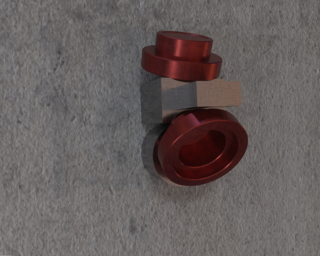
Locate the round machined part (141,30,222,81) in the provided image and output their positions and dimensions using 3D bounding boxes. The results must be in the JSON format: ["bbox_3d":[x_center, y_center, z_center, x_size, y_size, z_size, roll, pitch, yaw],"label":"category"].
[{"bbox_3d":[0.027,-0.092,0.378,0.099,0.098,0.042,-2,116,-20],"label":"round machined part"}]

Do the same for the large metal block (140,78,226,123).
[{"bbox_3d":[0.026,-0.032,0.391,0.081,0.080,0.050,-2,91,-20],"label":"large metal block"}]

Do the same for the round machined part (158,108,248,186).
[{"bbox_3d":[0.044,0.017,0.348,0.099,0.042,0.097,-11,132,-13],"label":"round machined part"}]

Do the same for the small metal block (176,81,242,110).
[{"bbox_3d":[0.051,-0.034,0.331,0.050,0.050,0.025,-3,91,-20],"label":"small metal block"}]

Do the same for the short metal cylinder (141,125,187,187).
[{"bbox_3d":[0.020,0.033,0.407,0.081,0.050,0.079,0,90,-21],"label":"short metal cylinder"}]
